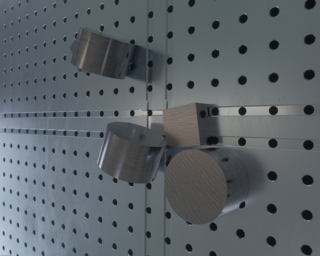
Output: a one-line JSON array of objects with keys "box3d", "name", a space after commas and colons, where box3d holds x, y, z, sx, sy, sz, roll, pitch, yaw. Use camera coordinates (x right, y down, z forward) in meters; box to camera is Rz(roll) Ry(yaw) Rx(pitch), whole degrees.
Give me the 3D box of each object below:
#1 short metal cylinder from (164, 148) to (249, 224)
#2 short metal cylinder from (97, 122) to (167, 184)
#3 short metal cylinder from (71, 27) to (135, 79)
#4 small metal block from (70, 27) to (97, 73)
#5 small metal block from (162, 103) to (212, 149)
[{"box3d": [0.052, 0.063, 0.350, 0.080, 0.050, 0.080, 0, 90, 40], "name": "short metal cylinder"}, {"box3d": [-0.036, 0.030, 0.403, 0.080, 0.081, 0.050, 29, 108, 36], "name": "short metal cylinder"}, {"box3d": [-0.080, -0.106, 0.440, 0.080, 0.081, 0.050, 30, 109, 36], "name": "short metal cylinder"}, {"box3d": [-0.117, -0.126, 0.506, 0.050, 0.025, 0.050, -36, 68, 34], "name": "small metal block"}, {"box3d": [0.033, -0.002, 0.382, 0.050, 0.025, 0.050, -10, 84, 39], "name": "small metal block"}]
